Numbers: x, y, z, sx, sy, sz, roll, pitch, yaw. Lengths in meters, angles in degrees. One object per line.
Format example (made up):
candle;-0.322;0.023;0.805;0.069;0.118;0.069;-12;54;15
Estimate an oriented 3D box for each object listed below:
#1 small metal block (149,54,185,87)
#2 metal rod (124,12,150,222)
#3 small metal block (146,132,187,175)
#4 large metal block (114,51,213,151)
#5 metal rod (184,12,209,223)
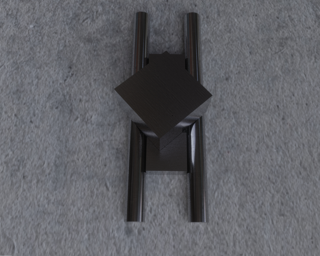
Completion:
small metal block;0.009;-0.076;0.436;0.050;0.025;0.050;1;70;0
metal rod;-0.029;-0.028;0.420;0.025;0.025;0.299;1;70;0
small metal block;0.008;0.033;0.396;0.050;0.025;0.050;1;70;0
large metal block;0.004;-0.033;0.379;0.080;0.050;0.080;-39;75;-13
metal rod;0.047;-0.028;0.420;0.025;0.025;0.299;1;70;0
